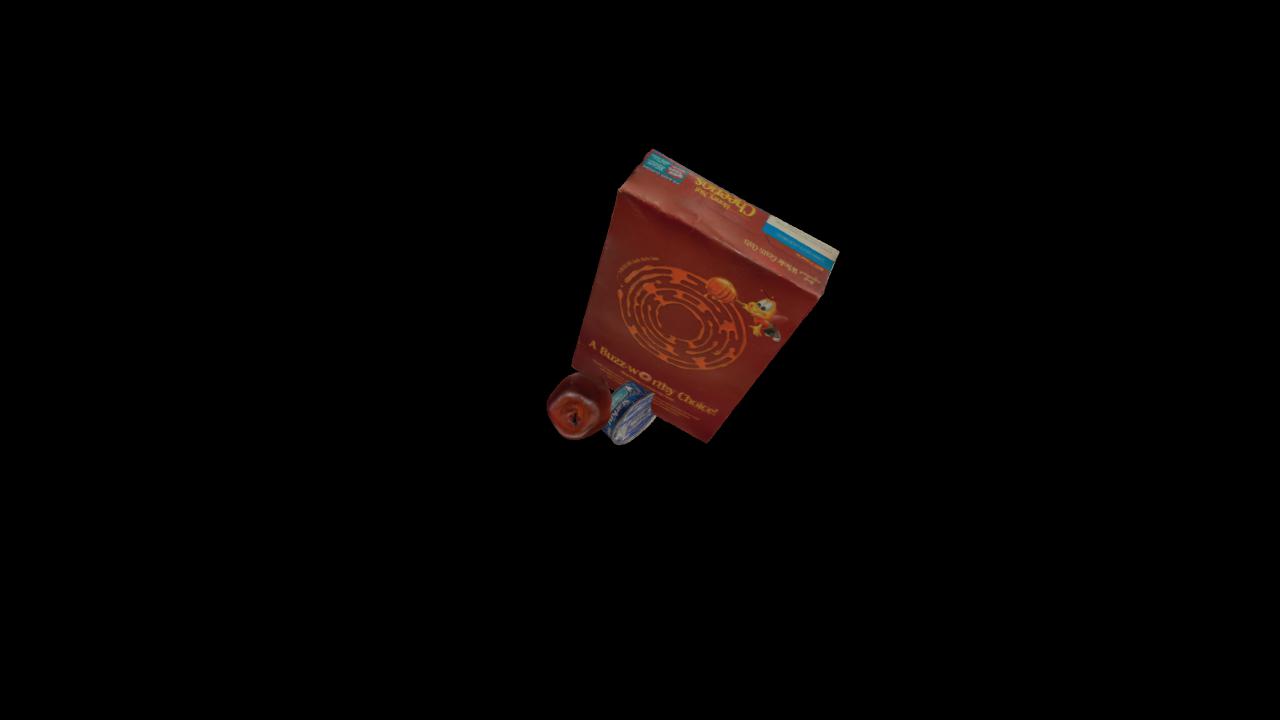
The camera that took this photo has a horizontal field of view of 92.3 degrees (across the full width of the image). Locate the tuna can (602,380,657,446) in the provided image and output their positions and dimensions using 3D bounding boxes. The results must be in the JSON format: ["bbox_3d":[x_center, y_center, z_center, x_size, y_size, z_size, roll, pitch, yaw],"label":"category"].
[{"bbox_3d":[-0.011,0.062,0.749,0.034,0.084,0.084,43,21,24],"label":"tuna can"}]

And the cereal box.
[{"bbox_3d":[0.048,-0.047,0.667,0.203,0.081,0.306,29,-36,4],"label":"cereal box"}]

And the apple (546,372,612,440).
[{"bbox_3d":[-0.069,0.054,0.728,0.079,0.079,0.093,0,19,9],"label":"apple"}]
